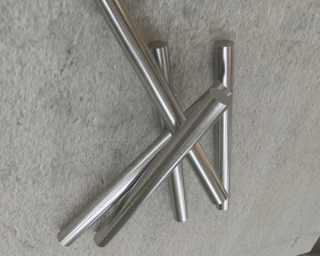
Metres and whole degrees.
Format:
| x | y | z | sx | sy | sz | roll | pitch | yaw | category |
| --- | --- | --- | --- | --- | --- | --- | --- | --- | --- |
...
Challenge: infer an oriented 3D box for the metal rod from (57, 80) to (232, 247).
| x | y | z | sx | sy | sz | roll | pitch | yaw | category |
| --- | --- | --- | --- | --- | --- | --- | --- | --- | --- |
| -0.027 | 0.052 | 0.402 | 0.299 | 0.025 | 0.025 | -44 | 130 | 11 | metal rod |

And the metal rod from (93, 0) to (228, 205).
| x | y | z | sx | sy | sz | roll | pitch | yaw | category |
| --- | --- | --- | --- | --- | --- | --- | --- | --- | --- |
| 0.007 | -0.027 | 0.345 | 0.025 | 0.025 | 0.299 | -34 | 114 | -7 | metal rod |

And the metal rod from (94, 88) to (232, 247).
| x | y | z | sx | sy | sz | roll | pitch | yaw | category |
| --- | --- | --- | --- | --- | --- | --- | --- | --- | --- |
| -0.015 | 0.069 | 0.382 | 0.025 | 0.025 | 0.298 | 10 | 132 | -33 | metal rod |

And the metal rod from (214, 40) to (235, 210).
| x | y | z | sx | sy | sz | roll | pitch | yaw | category |
| --- | --- | --- | --- | --- | --- | --- | --- | --- | --- |
| 0.096 | 0.016 | 0.471 | 0.025 | 0.025 | 0.298 | -20 | 126 | -17 | metal rod |

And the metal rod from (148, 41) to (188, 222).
| x | y | z | sx | sy | sz | roll | pitch | yaw | category |
| --- | --- | --- | --- | --- | --- | --- | --- | --- | --- |
| 0.016 | 0.027 | 0.433 | 0.025 | 0.025 | 0.298 | -21 | 127 | -16 | metal rod |
